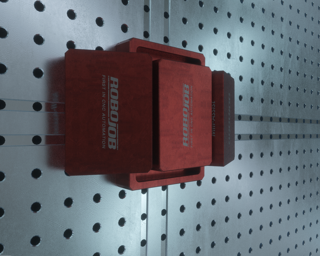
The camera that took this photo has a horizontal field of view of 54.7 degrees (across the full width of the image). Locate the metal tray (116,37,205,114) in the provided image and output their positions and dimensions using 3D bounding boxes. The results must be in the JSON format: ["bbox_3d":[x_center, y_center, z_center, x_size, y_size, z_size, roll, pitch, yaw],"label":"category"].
[{"bbox_3d":[0.005,-0.061,0.412,0.131,0.030,0.089,0,90,-40],"label":"metal tray"}]

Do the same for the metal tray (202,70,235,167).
[{"bbox_3d":[0.088,-0.013,0.457,0.090,0.030,0.129,-2,92,-67],"label":"metal tray"}]

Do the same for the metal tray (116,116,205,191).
[{"bbox_3d":[0.005,0.029,0.413,0.131,0.030,0.089,0,90,-40],"label":"metal tray"}]

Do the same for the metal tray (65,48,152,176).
[{"bbox_3d":[-0.056,-0.016,0.337,0.091,0.030,0.129,0,91,-14],"label":"metal tray"}]

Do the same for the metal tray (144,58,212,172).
[{"bbox_3d":[0.024,-0.015,0.389,0.091,0.030,0.129,-1,91,-40],"label":"metal tray"}]
